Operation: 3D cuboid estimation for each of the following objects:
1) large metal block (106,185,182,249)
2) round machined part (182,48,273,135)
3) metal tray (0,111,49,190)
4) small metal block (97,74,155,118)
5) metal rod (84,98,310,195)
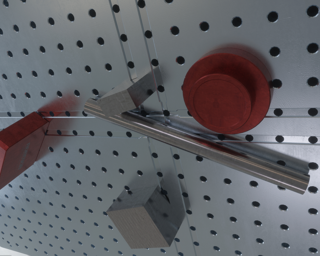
[{"bbox_3d":[-0.025,0.144,0.498,0.080,0.050,0.080,-19,109,35],"label":"large metal block"},{"bbox_3d":[0.070,-0.035,0.342,0.098,0.042,0.097,13,124,21],"label":"round machined part"},{"bbox_3d":[-0.243,0.041,0.522,0.030,0.090,0.129,38,129,2],"label":"metal tray"},{"bbox_3d":[-0.043,-0.041,0.392,0.050,0.050,0.025,-15,111,34],"label":"small metal block"},{"bbox_3d":[0.034,0.017,0.403,0.301,0.025,0.025,20,126,16],"label":"metal rod"}]
